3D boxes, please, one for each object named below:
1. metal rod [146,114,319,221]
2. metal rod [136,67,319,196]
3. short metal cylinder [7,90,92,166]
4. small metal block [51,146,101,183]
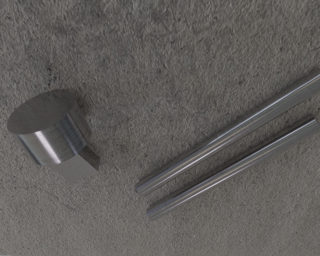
[{"bbox_3d":[0.095,0.070,0.467,0.299,0.025,0.025,-36,122,26],"label":"metal rod"},{"bbox_3d":[0.081,0.018,0.423,0.299,0.025,0.025,-35,122,26],"label":"metal rod"},{"bbox_3d":[-0.129,-0.002,0.368,0.080,0.080,0.050,-10,130,8],"label":"short metal cylinder"},{"bbox_3d":[-0.123,0.048,0.447,0.050,0.025,0.050,-26,126,20],"label":"small metal block"}]
